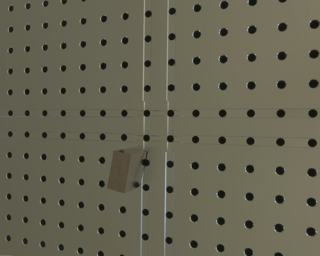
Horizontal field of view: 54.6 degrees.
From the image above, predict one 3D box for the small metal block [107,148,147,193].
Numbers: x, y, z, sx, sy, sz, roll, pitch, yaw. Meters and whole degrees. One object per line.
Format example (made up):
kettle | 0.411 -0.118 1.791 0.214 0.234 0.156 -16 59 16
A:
small metal block | -0.043 0.055 0.415 0.025 0.050 0.050 12 94 20
